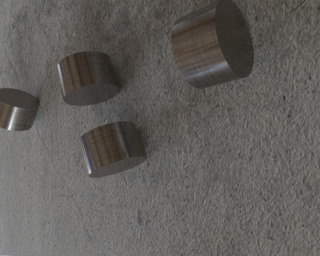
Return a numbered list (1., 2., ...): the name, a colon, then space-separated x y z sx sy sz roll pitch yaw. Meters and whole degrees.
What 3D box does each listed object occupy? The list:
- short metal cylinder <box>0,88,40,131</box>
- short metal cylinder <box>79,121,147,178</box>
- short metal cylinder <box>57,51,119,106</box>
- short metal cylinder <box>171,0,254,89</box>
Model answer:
1. short metal cylinder: -0.283 -0.037 0.603 0.080 0.081 0.050 40 115 32
2. short metal cylinder: -0.064 0.030 0.422 0.080 0.081 0.050 -31 71 36
3. short metal cylinder: -0.106 -0.071 0.457 0.080 0.081 0.050 -25 74 37
4. short metal cylinder: 0.057 -0.085 0.322 0.050 0.081 0.080 -11 83 39
